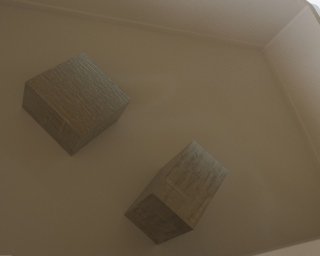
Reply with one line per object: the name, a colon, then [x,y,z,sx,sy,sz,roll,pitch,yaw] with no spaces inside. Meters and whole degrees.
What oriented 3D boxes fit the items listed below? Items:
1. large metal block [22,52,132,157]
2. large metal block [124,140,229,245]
large metal block: [-0.095,-0.029,0.356,0.080,0.050,0.080,45,51,3]
large metal block: [0.017,0.071,0.336,0.050,0.080,0.080,43,51,1]
